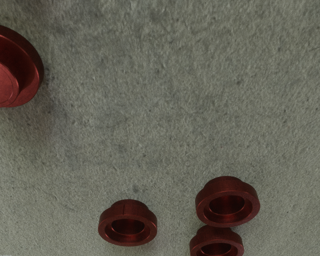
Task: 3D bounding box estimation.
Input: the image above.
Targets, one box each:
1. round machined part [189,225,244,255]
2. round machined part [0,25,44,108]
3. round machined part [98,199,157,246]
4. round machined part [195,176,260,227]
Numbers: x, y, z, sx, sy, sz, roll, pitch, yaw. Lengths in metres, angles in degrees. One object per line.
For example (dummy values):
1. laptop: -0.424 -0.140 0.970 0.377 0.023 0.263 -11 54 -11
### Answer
1. round machined part: 0.104 0.216 0.582 0.099 0.042 0.097 -1 130 0
2. round machined part: -0.185 -0.061 0.341 0.099 0.042 0.097 -1 130 0
3. round machined part: -0.054 0.159 0.531 0.099 0.042 0.097 -1 130 0
4. round machined part: 0.105 0.114 0.495 0.099 0.042 0.097 -1 130 0
